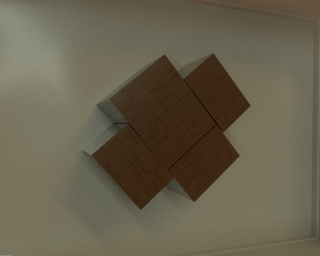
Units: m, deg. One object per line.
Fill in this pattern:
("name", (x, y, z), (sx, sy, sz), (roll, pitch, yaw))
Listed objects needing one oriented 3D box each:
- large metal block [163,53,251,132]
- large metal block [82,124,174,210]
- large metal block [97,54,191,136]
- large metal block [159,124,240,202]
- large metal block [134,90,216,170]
("large metal block", (0.055, -0.042, 0.402), (0.050, 0.080, 0.080), (-43, 104, -15))
("large metal block", (-0.041, 0.041, 0.366), (0.050, 0.080, 0.080), (-43, 104, -15))
("large metal block", (-0.022, -0.037, 0.372), (0.080, 0.080, 0.050), (-42, 104, -15))
("large metal block", (0.039, 0.040, 0.396), (0.080, 0.080, 0.050), (-42, 104, -15))
("large metal block", (0.008, 0.002, 0.385), (0.080, 0.080, 0.050), (-42, 104, -15))
